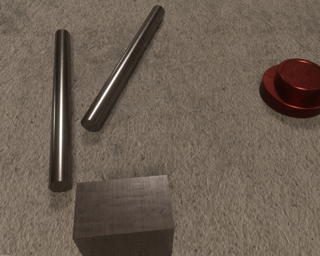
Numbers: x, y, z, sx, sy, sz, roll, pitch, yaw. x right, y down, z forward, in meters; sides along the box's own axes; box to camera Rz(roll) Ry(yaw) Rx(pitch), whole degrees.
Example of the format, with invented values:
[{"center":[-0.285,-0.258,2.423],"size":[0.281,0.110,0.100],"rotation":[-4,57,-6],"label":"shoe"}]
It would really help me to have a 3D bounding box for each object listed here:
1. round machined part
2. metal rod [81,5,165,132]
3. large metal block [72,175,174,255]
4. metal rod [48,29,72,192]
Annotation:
[{"center":[0.199,-0.064,0.449],"size":[0.099,0.042,0.098],"rotation":[0,50,0],"label":"round machined part"},{"center":[-0.047,-0.112,0.496],"size":[0.025,0.025,0.300],"rotation":[14,51,11],"label":"metal rod"},{"center":[-0.031,0.090,0.292],"size":[0.081,0.080,0.050],"rotation":[-4,50,-4],"label":"large metal block"},{"center":[-0.140,-0.047,0.440],"size":[0.025,0.025,0.300],"rotation":[-8,51,-7],"label":"metal rod"}]
